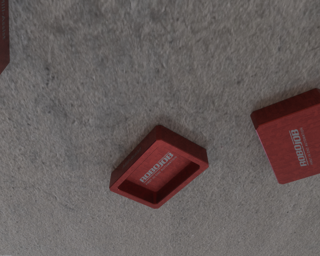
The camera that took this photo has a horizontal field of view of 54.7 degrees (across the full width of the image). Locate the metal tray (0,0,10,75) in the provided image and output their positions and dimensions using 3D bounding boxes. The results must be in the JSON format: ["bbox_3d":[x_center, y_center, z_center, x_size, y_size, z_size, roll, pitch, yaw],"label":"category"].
[{"bbox_3d":[-0.199,-0.119,0.299,0.091,0.030,0.129,12,129,-11],"label":"metal tray"}]

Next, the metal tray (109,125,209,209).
[{"bbox_3d":[-0.004,0.063,0.457,0.090,0.030,0.129,29,124,-23],"label":"metal tray"}]

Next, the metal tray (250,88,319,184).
[{"bbox_3d":[0.188,0.017,0.422,0.090,0.030,0.130,-22,127,17],"label":"metal tray"}]
